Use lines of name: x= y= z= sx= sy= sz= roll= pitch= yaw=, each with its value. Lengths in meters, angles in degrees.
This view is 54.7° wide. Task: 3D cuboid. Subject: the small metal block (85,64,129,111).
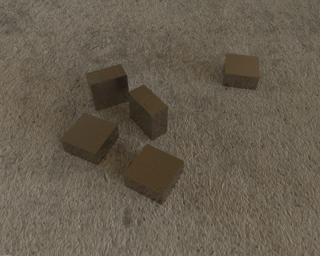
small metal block: x=-0.072 y=-0.056 z=0.434 sx=0.050 sy=0.050 sz=0.025 roll=-19 pitch=53 yaw=-15

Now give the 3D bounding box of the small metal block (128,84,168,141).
small metal block: x=-0.015 y=-0.020 z=0.403 sx=0.025 sy=0.050 sz=0.050 roll=-30 pitch=57 yaw=-23

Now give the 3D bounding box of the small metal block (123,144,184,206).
small metal block: x=-0.007 y=0.053 z=0.359 sx=0.050 sy=0.025 sz=0.050 roll=24 pitch=54 yaw=19

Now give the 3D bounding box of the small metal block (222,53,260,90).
small metal block: x=0.125 y=-0.087 z=0.477 sx=0.050 sy=0.025 sz=0.050 roll=8 pitch=50 yaw=6

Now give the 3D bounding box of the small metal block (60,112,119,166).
small metal block: x=-0.087 y=0.013 z=0.392 sx=0.050 sy=0.025 sz=0.050 roll=20 pitch=53 yaw=16
